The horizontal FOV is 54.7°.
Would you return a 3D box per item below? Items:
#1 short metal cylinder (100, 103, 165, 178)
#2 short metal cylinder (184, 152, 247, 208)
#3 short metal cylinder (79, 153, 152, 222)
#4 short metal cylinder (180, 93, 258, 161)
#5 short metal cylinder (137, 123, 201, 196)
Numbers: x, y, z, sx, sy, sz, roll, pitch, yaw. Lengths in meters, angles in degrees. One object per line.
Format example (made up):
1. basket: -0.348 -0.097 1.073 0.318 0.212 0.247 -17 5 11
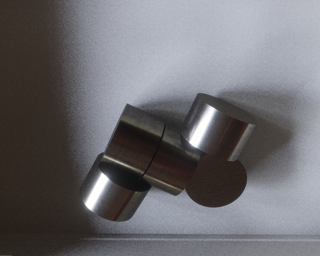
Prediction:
1. short metal cylinder: -0.034 0.016 0.386 0.050 0.080 0.080 24 108 -9
2. short metal cylinder: 0.071 0.059 0.419 0.081 0.050 0.079 0 110 -1
3. short metal cylinder: -0.057 0.075 0.407 0.080 0.080 0.050 28 108 -10
4. short metal cylinder: 0.071 -0.003 0.380 0.080 0.080 0.050 22 109 -8
5. short metal cylinder: 0.011 0.039 0.396 0.050 0.080 0.080 25 108 -9
